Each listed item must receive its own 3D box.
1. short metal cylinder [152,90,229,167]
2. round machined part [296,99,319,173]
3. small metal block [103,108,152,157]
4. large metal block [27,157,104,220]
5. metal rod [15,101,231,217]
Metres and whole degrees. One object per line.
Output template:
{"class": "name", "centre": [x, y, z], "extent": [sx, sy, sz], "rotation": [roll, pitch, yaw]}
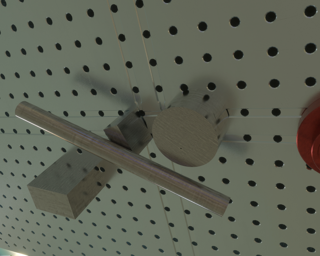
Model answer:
{"class": "short metal cylinder", "centre": [0.038, 0.000, 0.374], "extent": [0.080, 0.050, 0.079], "rotation": [13, 124, 20]}
{"class": "round machined part", "centre": [0.190, 0.015, 0.310], "extent": [0.098, 0.042, 0.097], "rotation": [13, 124, 20]}
{"class": "small metal block", "centre": [-0.042, 0.008, 0.421], "extent": [0.025, 0.050, 0.050], "rotation": [-17, 110, 34]}
{"class": "large metal block", "centre": [-0.154, 0.097, 0.514], "extent": [0.080, 0.080, 0.050], "rotation": [7, 121, 24]}
{"class": "metal rod", "centre": [-0.057, 0.033, 0.395], "extent": [0.301, 0.025, 0.025], "rotation": [24, 127, 13]}
